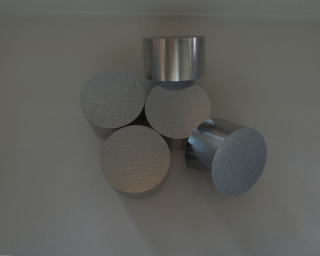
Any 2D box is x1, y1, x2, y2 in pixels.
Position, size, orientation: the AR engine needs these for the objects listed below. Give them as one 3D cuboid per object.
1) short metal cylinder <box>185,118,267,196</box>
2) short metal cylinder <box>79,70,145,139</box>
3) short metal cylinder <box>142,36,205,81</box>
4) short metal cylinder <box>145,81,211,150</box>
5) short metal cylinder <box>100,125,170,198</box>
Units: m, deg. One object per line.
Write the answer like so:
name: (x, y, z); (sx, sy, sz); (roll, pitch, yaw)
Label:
short metal cylinder: (0.077, 0.032, 0.362); (0.081, 0.050, 0.079); (-9, 108, -28)
short metal cylinder: (-0.059, -0.029, 0.404); (0.081, 0.050, 0.080); (0, 70, 0)
short metal cylinder: (0.019, -0.093, 0.405); (0.081, 0.080, 0.050); (-3, 109, -1)
short metal cylinder: (0.022, -0.016, 0.400); (0.081, 0.050, 0.080); (0, 70, 0)
short metal cylinder: (-0.029, 0.042, 0.378); (0.081, 0.050, 0.080); (0, 70, 0)
